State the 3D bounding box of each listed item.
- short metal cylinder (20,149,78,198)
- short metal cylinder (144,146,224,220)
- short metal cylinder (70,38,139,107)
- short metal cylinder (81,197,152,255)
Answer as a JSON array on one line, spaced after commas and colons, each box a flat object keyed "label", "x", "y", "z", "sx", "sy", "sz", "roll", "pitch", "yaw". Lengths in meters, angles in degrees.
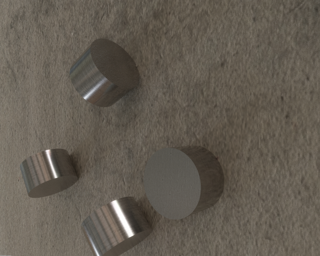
[{"label": "short metal cylinder", "x": -0.186, "y": 0.076, "z": 0.519, "sx": 0.080, "sy": 0.081, "sz": 0.050, "roll": -40, "pitch": 66, "yaw": 32}, {"label": "short metal cylinder", "x": 0.027, "y": 0.062, "z": 0.364, "sx": 0.080, "sy": 0.050, "sz": 0.079, "roll": 0, "pitch": 90, "yaw": 39}, {"label": "short metal cylinder", "x": -0.076, "y": -0.076, "z": 0.429, "sx": 0.050, "sy": 0.081, "sz": 0.080, "roll": -34, "pitch": 69, "yaw": 35}, {"label": "short metal cylinder", "x": -0.058, "y": 0.136, "z": 0.415, "sx": 0.080, "sy": 0.081, "sz": 0.050, "roll": -48, "pitch": 62, "yaw": 29}]
